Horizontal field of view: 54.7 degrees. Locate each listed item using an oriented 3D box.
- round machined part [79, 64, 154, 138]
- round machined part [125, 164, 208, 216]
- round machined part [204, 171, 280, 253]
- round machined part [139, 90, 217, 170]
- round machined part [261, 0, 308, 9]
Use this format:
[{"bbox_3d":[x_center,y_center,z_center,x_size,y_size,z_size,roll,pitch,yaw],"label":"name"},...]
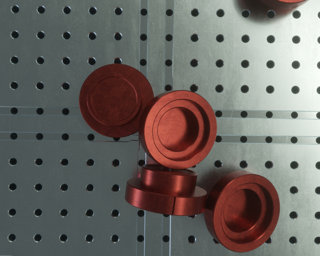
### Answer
[{"bbox_3d":[-0.057,-0.036,0.404,0.099,0.042,0.097,0,90,-1],"label":"round machined part"},{"bbox_3d":[0.009,0.070,0.377,0.099,0.098,0.042,8,91,-1],"label":"round machined part"},{"bbox_3d":[0.100,0.103,0.396,0.099,0.042,0.097,-2,95,-21],"label":"round machined part"},{"bbox_3d":[0.020,0.001,0.395,0.099,0.042,0.097,-3,97,-21],"label":"round machined part"},{"bbox_3d":[0.163,-0.204,0.407,0.099,0.042,0.097,0,90,-1],"label":"round machined part"}]
